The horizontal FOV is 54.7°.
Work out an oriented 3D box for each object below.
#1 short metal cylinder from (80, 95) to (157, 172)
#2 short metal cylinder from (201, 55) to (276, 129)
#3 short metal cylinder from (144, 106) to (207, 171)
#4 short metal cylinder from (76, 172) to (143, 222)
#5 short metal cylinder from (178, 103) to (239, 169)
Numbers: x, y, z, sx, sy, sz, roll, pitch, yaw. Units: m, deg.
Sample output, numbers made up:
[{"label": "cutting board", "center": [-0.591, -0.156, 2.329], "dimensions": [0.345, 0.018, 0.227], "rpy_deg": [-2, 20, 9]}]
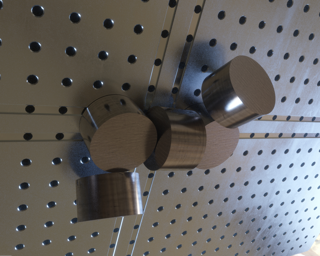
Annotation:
[{"label": "short metal cylinder", "center": [-0.050, 0.007, 0.372], "dimensions": [0.081, 0.050, 0.079], "rpy_deg": [-14, 125, -21]}, {"label": "short metal cylinder", "center": [0.100, -0.045, 0.396], "dimensions": [0.081, 0.080, 0.050], "rpy_deg": [9, 156, -33]}, {"label": "short metal cylinder", "center": [0.014, 0.014, 0.393], "dimensions": [0.050, 0.080, 0.079], "rpy_deg": [5, 116, -31]}, {"label": "short metal cylinder", "center": [-0.063, 0.088, 0.389], "dimensions": [0.081, 0.050, 0.080], "rpy_deg": [-7, 164, -2]}, {"label": "short metal cylinder", "center": [0.064, 0.011, 0.438], "dimensions": [0.081, 0.050, 0.079], "rpy_deg": [-14, 125, -21]}]
